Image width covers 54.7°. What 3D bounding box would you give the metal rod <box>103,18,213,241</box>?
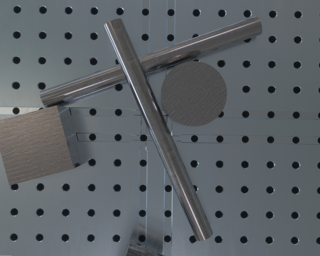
[{"bbox_3d":[0.000,0.007,0.397,0.025,0.025,0.299,-23,97,0],"label":"metal rod"}]

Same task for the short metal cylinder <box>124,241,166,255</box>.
[{"bbox_3d":[-0.030,0.190,0.386,0.050,0.080,0.080,23,90,0],"label":"short metal cylinder"}]

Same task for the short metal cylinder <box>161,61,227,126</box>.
[{"bbox_3d":[0.041,-0.042,0.401,0.081,0.050,0.079,0,90,0],"label":"short metal cylinder"}]

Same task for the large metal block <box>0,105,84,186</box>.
[{"bbox_3d":[-0.154,0.021,0.400,0.080,0.050,0.080,-15,90,0],"label":"large metal block"}]

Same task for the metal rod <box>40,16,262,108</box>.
[{"bbox_3d":[-0.011,-0.087,0.413,0.302,0.025,0.025,-19,90,0],"label":"metal rod"}]
